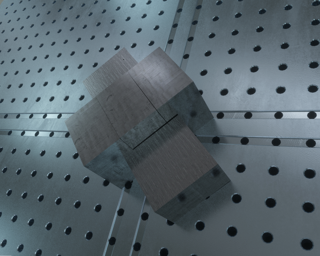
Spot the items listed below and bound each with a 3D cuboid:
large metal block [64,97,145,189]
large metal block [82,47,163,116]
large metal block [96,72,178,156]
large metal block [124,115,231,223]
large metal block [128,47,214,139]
[{"bbox_3d":[-0.065,0.020,0.394,0.050,0.080,0.080,-38,51,3],"label":"large metal block"},{"bbox_3d":[-0.054,-0.058,0.451,0.080,0.050,0.080,-39,51,2],"label":"large metal block"},{"bbox_3d":[-0.026,-0.011,0.392,0.050,0.080,0.080,-38,51,3],"label":"large metal block"},{"bbox_3d":[0.018,0.046,0.353,0.080,0.050,0.080,-38,51,3],"label":"large metal block"},{"bbox_3d":[0.014,-0.042,0.390,0.050,0.080,0.080,-38,51,3],"label":"large metal block"}]
